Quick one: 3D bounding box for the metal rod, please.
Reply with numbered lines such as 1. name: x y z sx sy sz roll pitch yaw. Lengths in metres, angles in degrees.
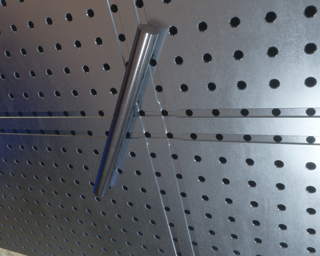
1. metal rod: -0.057 -0.002 0.438 0.025 0.025 0.298 29 128 9
